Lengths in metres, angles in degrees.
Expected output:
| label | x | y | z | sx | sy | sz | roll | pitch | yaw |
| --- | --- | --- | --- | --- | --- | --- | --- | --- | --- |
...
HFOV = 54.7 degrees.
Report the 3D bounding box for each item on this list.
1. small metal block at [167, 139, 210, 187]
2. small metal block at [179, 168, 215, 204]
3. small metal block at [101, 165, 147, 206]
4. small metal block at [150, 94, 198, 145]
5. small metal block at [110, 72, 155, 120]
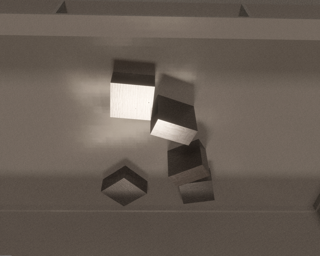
| label | x | y | z | sx | sy | sz | roll | pitch | yaw |
| --- | --- | --- | --- | --- | --- | --- | --- | --- | --- |
| small metal block | 0.039 | 0.049 | 0.435 | 0.050 | 0.050 | 0.025 | -23 | 127 | 18 |
| small metal block | 0.058 | 0.092 | 0.489 | 0.050 | 0.025 | 0.050 | -9 | 130 | 7 |
| small metal block | -0.056 | 0.092 | 0.487 | 0.050 | 0.025 | 0.050 | -33 | 123 | 25 |
| small metal block | 0.016 | -0.010 | 0.384 | 0.050 | 0.050 | 0.025 | 17 | 128 | -15 |
| small metal block | -0.034 | -0.038 | 0.376 | 0.050 | 0.025 | 0.050 | 5 | 130 | -4 |
